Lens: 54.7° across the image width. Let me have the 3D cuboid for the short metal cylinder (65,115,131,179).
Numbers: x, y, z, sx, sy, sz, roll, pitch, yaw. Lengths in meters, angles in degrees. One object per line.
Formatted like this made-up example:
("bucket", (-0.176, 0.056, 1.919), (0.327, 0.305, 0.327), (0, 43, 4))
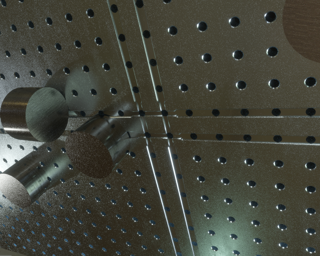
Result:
("short metal cylinder", (-0.091, 0.027, 0.458), (0.080, 0.050, 0.079), (13, 124, 20))

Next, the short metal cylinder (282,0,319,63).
("short metal cylinder", (0.147, -0.099, 0.256), (0.080, 0.050, 0.079), (13, 124, 20))

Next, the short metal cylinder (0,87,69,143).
("short metal cylinder", (-0.183, -0.020, 0.457), (0.050, 0.080, 0.079), (3, 120, 26))

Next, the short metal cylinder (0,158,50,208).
("short metal cylinder", (-0.262, 0.106, 0.595), (0.080, 0.050, 0.079), (13, 124, 20))
